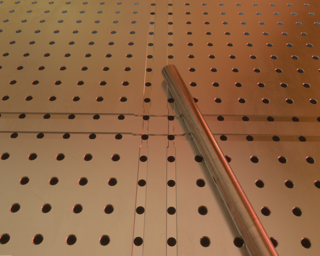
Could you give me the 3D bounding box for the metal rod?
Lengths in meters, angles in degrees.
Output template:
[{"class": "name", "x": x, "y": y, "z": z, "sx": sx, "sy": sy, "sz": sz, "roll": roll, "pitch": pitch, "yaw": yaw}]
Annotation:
[{"class": "metal rod", "x": 0.059, "y": 0.021, "z": 0.390, "sx": 0.025, "sy": 0.025, "sz": 0.300, "roll": -14, "pitch": 51, "yaw": -11}]
